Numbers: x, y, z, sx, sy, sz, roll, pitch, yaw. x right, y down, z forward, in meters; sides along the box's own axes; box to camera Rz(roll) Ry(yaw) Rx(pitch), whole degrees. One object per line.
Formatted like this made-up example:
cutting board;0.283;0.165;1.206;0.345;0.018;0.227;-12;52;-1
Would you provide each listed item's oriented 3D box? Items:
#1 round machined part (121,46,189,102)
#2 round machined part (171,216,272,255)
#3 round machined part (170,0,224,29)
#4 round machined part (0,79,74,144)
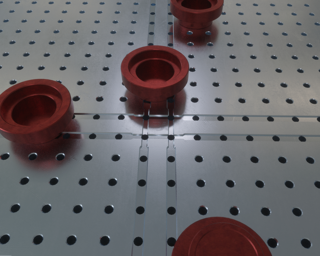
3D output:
round machined part;-0.007;-0.077;0.461;0.099;0.042;0.098;0;50;0
round machined part;0.059;0.129;0.289;0.099;0.042;0.098;0;50;0
round machined part;0.068;-0.224;0.585;0.099;0.042;0.098;0;50;0
round machined part;-0.164;-0.017;0.411;0.099;0.042;0.098;0;50;0
